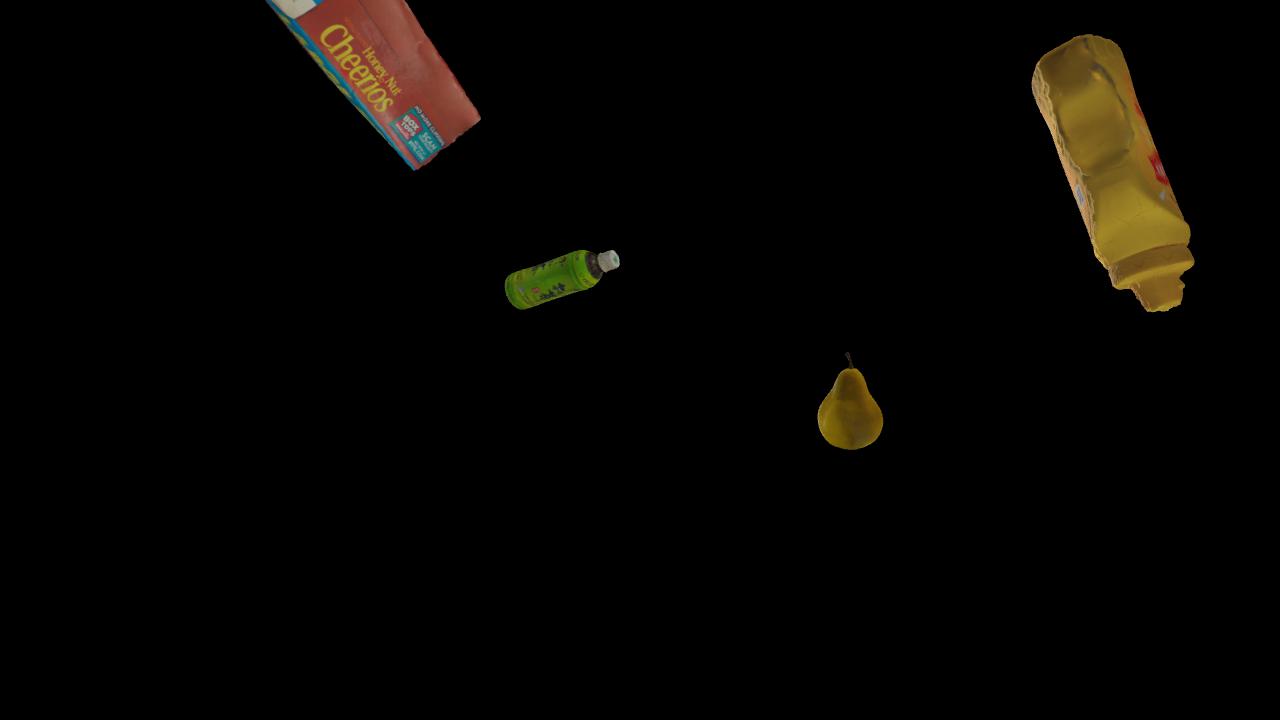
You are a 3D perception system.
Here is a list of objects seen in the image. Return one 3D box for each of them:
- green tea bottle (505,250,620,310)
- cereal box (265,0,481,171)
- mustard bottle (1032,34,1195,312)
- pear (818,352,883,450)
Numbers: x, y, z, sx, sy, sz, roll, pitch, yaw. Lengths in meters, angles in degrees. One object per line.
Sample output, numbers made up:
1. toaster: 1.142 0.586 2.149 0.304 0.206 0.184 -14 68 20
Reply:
1. green tea bottle: -0.132 -0.145 1.061 0.212 0.073 0.073 -15 -7 25
2. cereal box: -0.262 -0.307 0.485 0.081 0.306 0.203 -38 -34 -3
3. mustard bottle: 0.321 -0.119 0.414 0.054 0.184 0.092 -20 -19 37
4. pear: 0.254 0.049 0.736 0.080 0.111 0.080 1 20 0
